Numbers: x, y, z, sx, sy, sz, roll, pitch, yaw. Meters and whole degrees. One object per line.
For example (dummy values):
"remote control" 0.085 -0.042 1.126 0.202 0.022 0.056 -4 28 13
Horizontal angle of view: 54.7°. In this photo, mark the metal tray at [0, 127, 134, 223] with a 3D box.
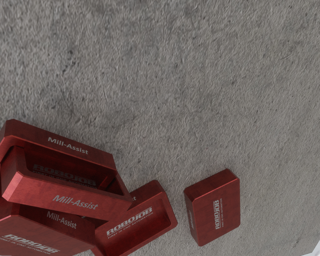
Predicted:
"metal tray" -0.101 0.052 0.341 0.131 0.090 0.030 25 105 -37

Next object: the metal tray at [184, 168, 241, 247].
"metal tray" 0.095 0.141 0.543 0.091 0.030 0.129 -22 127 -15

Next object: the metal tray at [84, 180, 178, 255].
"metal tray" -0.044 0.145 0.468 0.131 0.030 0.090 -27 128 -11

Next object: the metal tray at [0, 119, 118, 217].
"metal tray" -0.127 0.052 0.353 0.131 0.030 0.090 25 113 -35

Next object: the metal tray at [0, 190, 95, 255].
"metal tray" -0.152 0.124 0.368 0.090 0.030 0.130 -25 138 16
